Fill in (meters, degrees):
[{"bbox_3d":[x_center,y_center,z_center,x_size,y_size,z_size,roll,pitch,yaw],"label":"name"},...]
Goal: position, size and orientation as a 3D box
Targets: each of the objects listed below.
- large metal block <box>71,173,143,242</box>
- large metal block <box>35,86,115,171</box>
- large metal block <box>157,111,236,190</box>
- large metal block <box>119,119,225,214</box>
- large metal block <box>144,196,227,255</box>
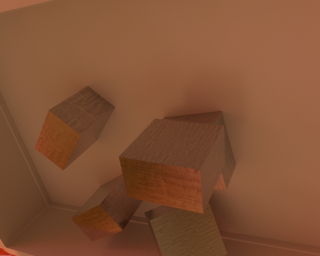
[{"bbox_3d":[-0.079,0.123,0.489,0.080,0.080,0.050,-32,101,38],"label":"large metal block"},{"bbox_3d":[-0.118,-0.001,0.433,0.050,0.080,0.080,38,129,2],"label":"large metal block"},{"bbox_3d":[0.042,0.029,0.388,0.080,0.050,0.080,-6,116,30],"label":"large metal block"},{"bbox_3d":[0.017,0.034,0.320,0.080,0.080,0.050,7,121,24],"label":"large metal block"},{"bbox_3d":[0.033,0.142,0.421,0.050,0.081,0.080,159,92,-78],"label":"large metal block"}]
